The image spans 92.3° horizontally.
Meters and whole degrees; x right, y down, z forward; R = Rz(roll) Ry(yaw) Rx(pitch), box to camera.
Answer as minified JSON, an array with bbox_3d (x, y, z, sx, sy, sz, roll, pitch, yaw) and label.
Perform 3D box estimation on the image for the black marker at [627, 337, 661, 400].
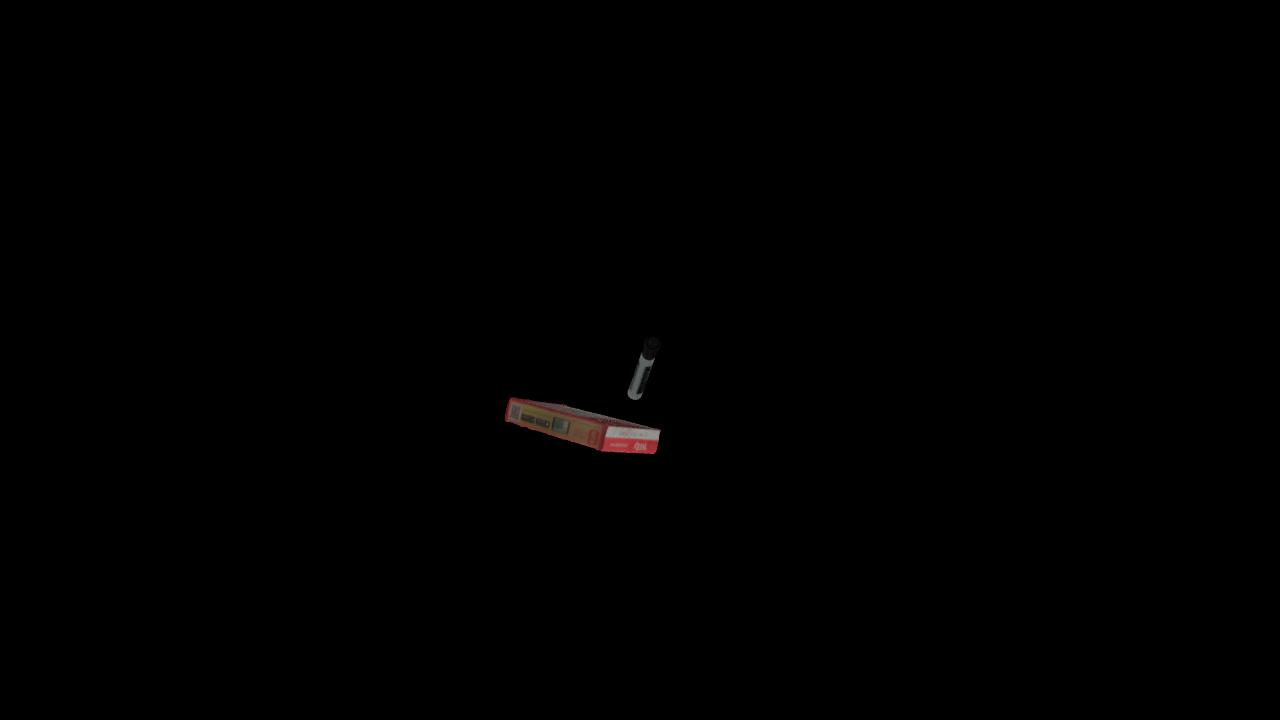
[{"bbox_3d":[0.004,0.011,0.727,0.020,0.020,0.121,0,-32,-12],"label":"black marker"}]

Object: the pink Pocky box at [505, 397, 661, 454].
[{"bbox_3d":[-0.063,0.069,0.650,0.155,0.029,0.084,10,-3,41],"label":"pink Pocky box"}]
